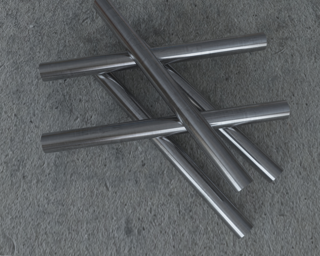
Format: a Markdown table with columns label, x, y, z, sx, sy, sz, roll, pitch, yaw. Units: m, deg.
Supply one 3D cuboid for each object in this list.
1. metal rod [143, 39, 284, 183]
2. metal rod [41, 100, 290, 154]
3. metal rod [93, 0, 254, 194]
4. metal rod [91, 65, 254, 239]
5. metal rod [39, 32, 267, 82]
| label | x | y | z | sx | sy | sz | roll | pitch | yaw |
| --- | --- | --- | --- | --- | --- | --- | --- | --- | --- |
| metal rod | 0.044 | -0.043 | 0.425 | 0.025 | 0.025 | 0.300 | -41 | 75 | -14 |
| metal rod | 0.010 | -0.002 | 0.384 | 0.302 | 0.025 | 0.025 | -8 | 70 | -4 |
| metal rod | 0.006 | -0.052 | 0.376 | 0.025 | 0.025 | 0.299 | -33 | 74 | -11 |
| metal rod | 0.003 | 0.016 | 0.403 | 0.025 | 0.025 | 0.300 | -39 | 75 | -13 |
| metal rod | -0.006 | -0.097 | 0.418 | 0.302 | 0.025 | 0.025 | -9 | 71 | -4 |
